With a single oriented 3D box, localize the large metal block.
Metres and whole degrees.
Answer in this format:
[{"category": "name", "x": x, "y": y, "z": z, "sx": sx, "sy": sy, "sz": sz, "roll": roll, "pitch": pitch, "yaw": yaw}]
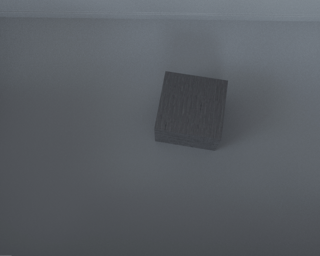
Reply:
[{"category": "large metal block", "x": 0.040, "y": -0.021, "z": 0.404, "sx": 0.080, "sy": 0.050, "sz": 0.080, "roll": 9, "pitch": 70, "yaw": 3}]
